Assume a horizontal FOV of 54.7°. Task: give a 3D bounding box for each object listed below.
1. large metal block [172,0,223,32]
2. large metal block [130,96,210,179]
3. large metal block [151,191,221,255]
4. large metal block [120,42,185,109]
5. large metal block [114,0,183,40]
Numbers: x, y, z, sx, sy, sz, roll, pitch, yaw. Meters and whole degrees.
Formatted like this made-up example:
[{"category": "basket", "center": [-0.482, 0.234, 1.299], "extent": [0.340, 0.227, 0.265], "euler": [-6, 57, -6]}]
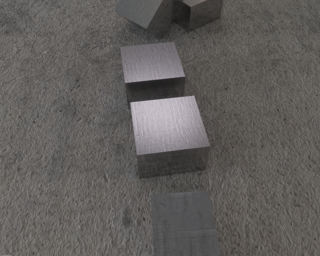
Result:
[{"category": "large metal block", "center": [0.060, -0.234, 0.584], "extent": [0.081, 0.050, 0.080], "euler": [-31, 57, -23]}, {"category": "large metal block", "center": [0.009, 0.010, 0.378], "extent": [0.081, 0.050, 0.080], "euler": [-7, 50, -6]}, {"category": "large metal block", "center": [0.020, 0.112, 0.273], "extent": [0.050, 0.080, 0.080], "euler": [-3, 50, -3]}, {"category": "large metal block", "center": [-0.012, -0.078, 0.452], "extent": [0.081, 0.050, 0.080], "euler": [-7, 50, -6]}, {"category": "large metal block", "center": [-0.019, -0.215, 0.541], "extent": [0.080, 0.050, 0.080], "euler": [36, 101, 26]}]
